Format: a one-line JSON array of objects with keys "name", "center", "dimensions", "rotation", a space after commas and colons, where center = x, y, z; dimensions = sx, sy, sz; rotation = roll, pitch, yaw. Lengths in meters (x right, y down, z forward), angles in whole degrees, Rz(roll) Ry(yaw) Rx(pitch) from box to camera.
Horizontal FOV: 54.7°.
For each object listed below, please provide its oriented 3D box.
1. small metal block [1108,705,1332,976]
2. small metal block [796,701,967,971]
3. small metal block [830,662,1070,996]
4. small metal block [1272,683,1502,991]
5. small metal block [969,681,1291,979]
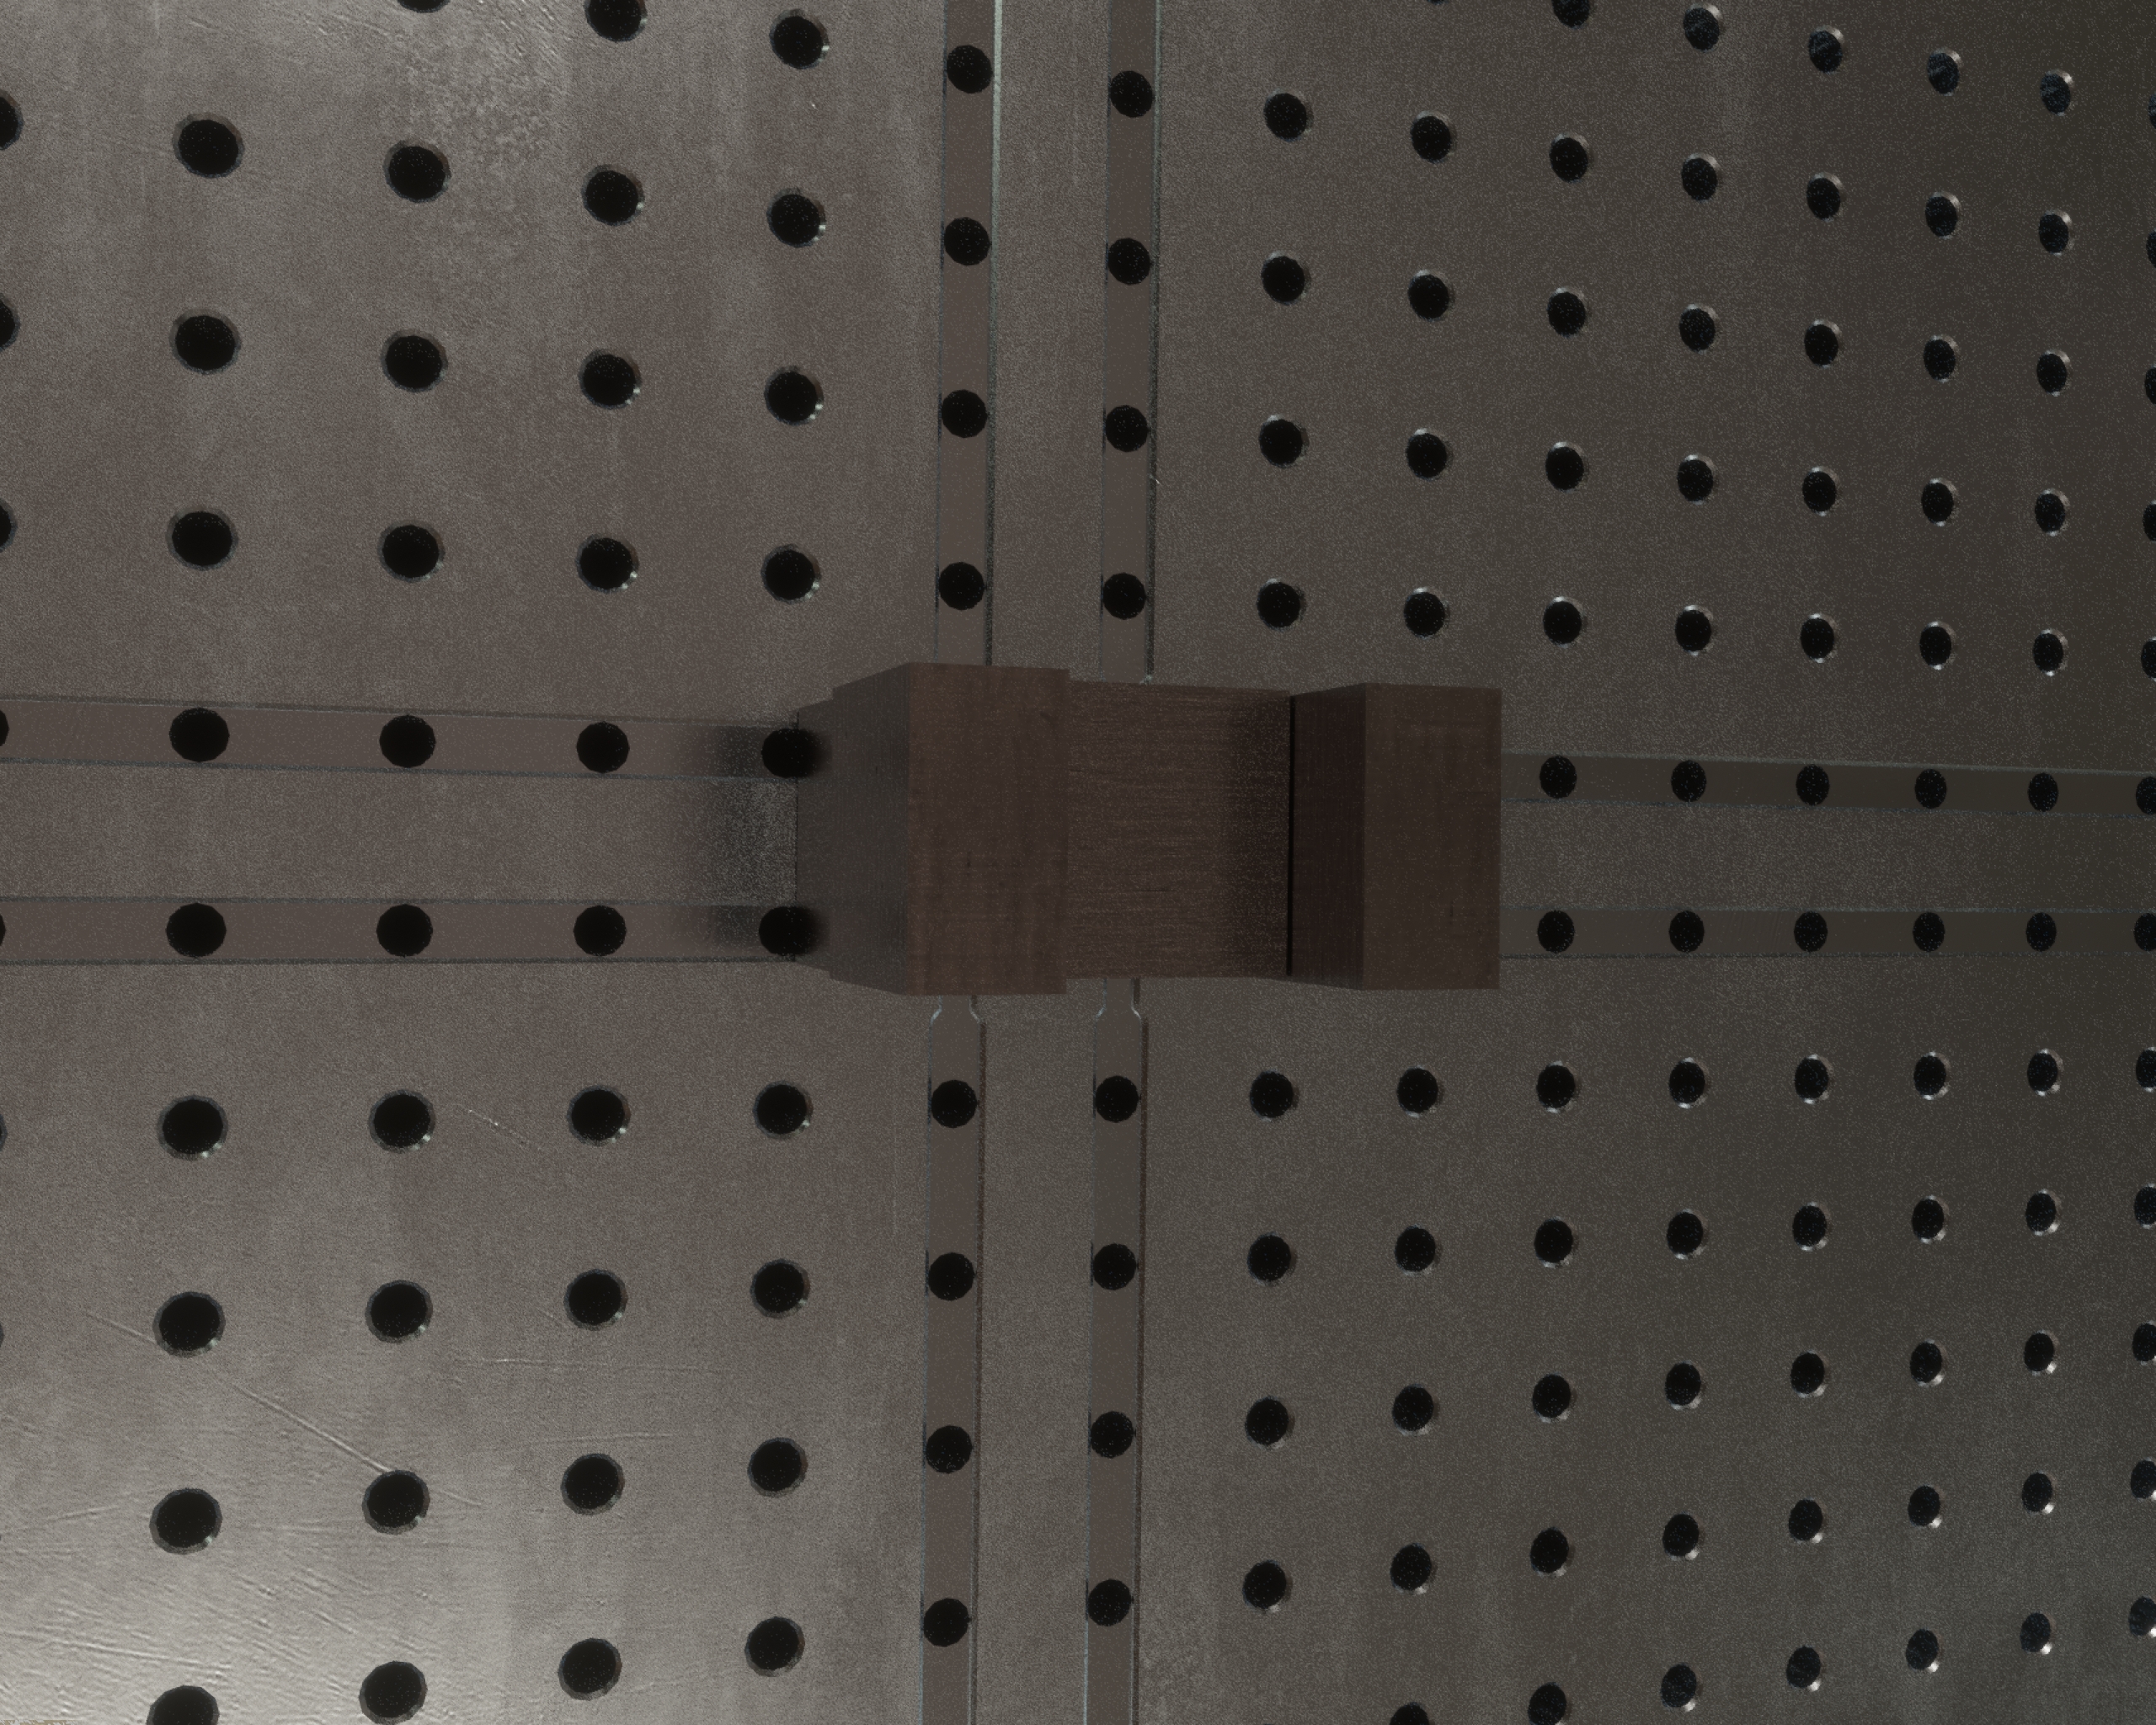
[{"name": "small metal block", "center": [0.027, -0.004, 0.410], "dimensions": [0.025, 0.050, 0.050], "rotation": [-1, 91, -20]}, {"name": "small metal block", "center": [-0.034, -0.005, 0.387], "dimensions": [0.025, 0.050, 0.050], "rotation": [1, 90, -20]}, {"name": "small metal block", "center": [-0.022, -0.005, 0.338], "dimensions": [0.025, 0.050, 0.050], "rotation": [1, 90, -20]}, {"name": "small metal block", "center": [0.050, -0.004, 0.364], "dimensions": [0.025, 0.050, 0.050], "rotation": [1, 90, -20]}, {"name": "small metal block", "center": [0.009, -0.005, 0.364], "dimensions": [0.050, 0.025, 0.050], "rotation": [1, 90, -21]}]
